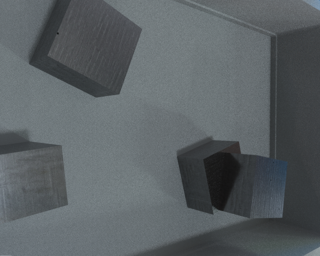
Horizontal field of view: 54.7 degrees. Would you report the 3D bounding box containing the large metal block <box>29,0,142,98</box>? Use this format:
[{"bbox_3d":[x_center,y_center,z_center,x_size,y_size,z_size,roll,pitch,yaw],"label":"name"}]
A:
[{"bbox_3d":[-0.076,-0.087,0.327,0.080,0.050,0.080,27,73,-37],"label":"large metal block"}]

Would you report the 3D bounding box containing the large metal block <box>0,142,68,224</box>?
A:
[{"bbox_3d":[-0.134,0.043,0.258,0.081,0.080,0.050,-8,96,-40],"label":"large metal block"}]

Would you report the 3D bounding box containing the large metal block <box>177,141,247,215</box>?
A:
[{"bbox_3d":[0.078,0.068,0.456,0.081,0.050,0.080,-20,103,-38],"label":"large metal block"}]

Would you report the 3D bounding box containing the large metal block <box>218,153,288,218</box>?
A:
[{"bbox_3d":[0.132,0.081,0.436,0.081,0.050,0.080,13,82,-39],"label":"large metal block"}]
